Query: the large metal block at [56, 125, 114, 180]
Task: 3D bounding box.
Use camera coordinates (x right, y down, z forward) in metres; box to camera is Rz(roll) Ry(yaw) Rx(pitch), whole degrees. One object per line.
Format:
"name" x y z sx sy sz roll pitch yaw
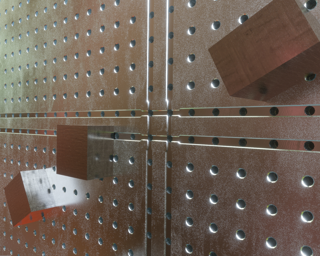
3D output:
"large metal block" -0.120 0.035 0.494 0.080 0.050 0.080 2 91 40

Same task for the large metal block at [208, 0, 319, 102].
"large metal block" 0.106 -0.068 0.286 0.080 0.081 0.050 -33 70 35

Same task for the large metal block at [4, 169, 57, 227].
"large metal block" -0.255 0.136 0.606 0.080 0.050 0.080 -38 67 33
